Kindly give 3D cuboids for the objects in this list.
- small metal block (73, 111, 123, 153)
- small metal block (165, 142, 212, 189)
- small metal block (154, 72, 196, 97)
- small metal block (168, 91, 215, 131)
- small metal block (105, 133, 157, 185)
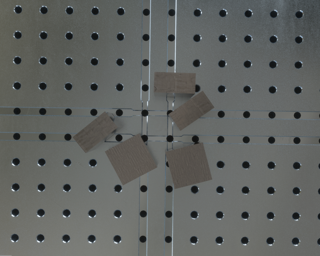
[{"bbox_3d":[-0.078,0.005,0.400,0.050,0.050,0.025,-39,90,0],"label":"small metal block"},{"bbox_3d":[0.037,0.049,0.414,0.050,0.025,0.050,-14,90,0],"label":"small metal block"},{"bbox_3d":[0.018,-0.055,0.401,0.050,0.050,0.025,2,90,0],"label":"small metal block"},{"bbox_3d":[0.039,-0.021,0.401,0.050,0.050,0.025,-35,90,0],"label":"small metal block"},{"bbox_3d":[-0.037,0.041,0.413,0.050,0.025,0.050,-28,90,0],"label":"small metal block"}]
